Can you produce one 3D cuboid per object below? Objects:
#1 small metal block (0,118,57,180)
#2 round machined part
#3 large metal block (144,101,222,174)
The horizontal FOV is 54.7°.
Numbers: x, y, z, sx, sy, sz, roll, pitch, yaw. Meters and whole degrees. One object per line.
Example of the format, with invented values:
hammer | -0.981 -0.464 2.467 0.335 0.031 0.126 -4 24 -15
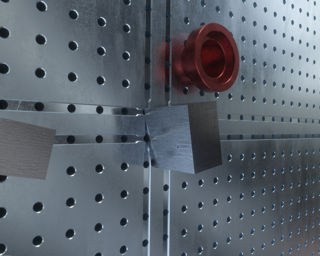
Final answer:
small metal block | -0.134 0.021 0.297 0.050 0.025 0.050 16 80 -39
round machined part | 0.070 -0.100 0.457 0.099 0.042 0.097 0 90 -40
large metal block | 0.029 0.009 0.397 0.050 0.080 0.079 -11 97 -40
